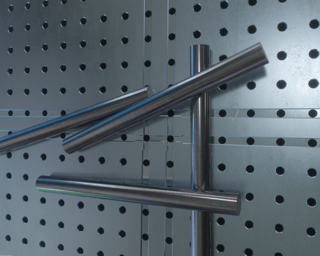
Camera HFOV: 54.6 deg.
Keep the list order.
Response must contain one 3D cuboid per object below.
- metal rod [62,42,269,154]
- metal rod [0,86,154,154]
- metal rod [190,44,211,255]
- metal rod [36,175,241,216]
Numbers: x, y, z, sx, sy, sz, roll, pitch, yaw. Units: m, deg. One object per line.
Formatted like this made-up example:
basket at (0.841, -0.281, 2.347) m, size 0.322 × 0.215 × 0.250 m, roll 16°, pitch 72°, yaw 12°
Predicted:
metal rod at (-0.012, -0.027, 0.397) m, size 0.300 × 0.025 × 0.025 m, roll -24°, pitch 82°, yaw 25°
metal rod at (-0.148, -0.004, 0.465) m, size 0.300 × 0.025 × 0.025 m, roll -17°, pitch 85°, yaw 19°
metal rod at (0.052, 0.046, 0.394) m, size 0.025 × 0.025 × 0.298 m, roll 0°, pitch 90°, yaw 20°
metal rod at (-0.047, 0.086, 0.412) m, size 0.300 × 0.025 × 0.025 m, roll 0°, pitch 90°, yaw 26°
